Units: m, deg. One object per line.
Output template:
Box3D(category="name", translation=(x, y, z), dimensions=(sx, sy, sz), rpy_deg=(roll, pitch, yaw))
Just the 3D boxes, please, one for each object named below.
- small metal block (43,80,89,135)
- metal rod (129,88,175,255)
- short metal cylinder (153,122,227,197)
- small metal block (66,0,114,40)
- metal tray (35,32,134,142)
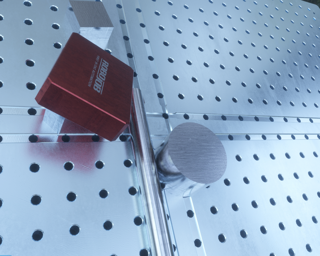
Box3D(category="small metal block", translation=(-0.102, -0.026, 0.353), dimensions=(0.025, 0.050, 0.050), rpy_deg=(43, 51, 1))
Box3D(category="metal rod", translation=(-0.008, 0.085, 0.351), dimensions=(0.025, 0.025, 0.299), rpy_deg=(2, 61, -27))
Box3D(category="short metal cylinder", translation=(0.035, 0.040, 0.387), dimensions=(0.081, 0.050, 0.080), rpy_deg=(14, 56, -21))
Box3D(category="small metal block", translation=(-0.102, -0.156, 0.448), dimensions=(0.050, 0.025, 0.050), rpy_deg=(-13, 68, -33))
Box3D(category="metal tray", translation=(-0.078, -0.052, 0.356), dimensions=(0.090, 0.030, 0.130), rpy_deg=(30, 30, -22))
